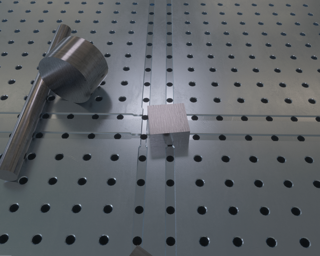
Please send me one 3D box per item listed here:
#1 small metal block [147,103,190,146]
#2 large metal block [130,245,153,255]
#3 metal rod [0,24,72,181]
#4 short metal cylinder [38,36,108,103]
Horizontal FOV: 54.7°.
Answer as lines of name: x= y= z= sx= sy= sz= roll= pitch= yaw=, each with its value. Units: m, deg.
small metal block: x=0.010 y=-0.005 z=0.412 sx=0.050 sy=0.025 sz=0.050 roll=-5 pitch=50 yaw=-4
large metal block: x=-0.021 y=0.153 z=0.243 sx=0.050 sy=0.080 sz=0.080 roll=29 pitch=56 yaw=22
metal rod: x=-0.174 y=-0.059 z=0.455 sx=0.025 sy=0.025 sz=0.300 roll=1 pitch=50 yaw=1
short metal cylinder: x=-0.122 y=-0.082 z=0.440 sx=0.080 sy=0.080 sz=0.050 roll=17 pitch=52 yaw=13
